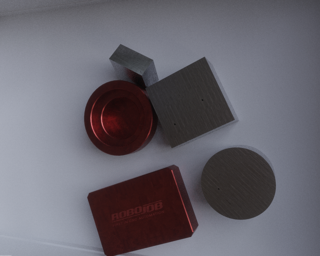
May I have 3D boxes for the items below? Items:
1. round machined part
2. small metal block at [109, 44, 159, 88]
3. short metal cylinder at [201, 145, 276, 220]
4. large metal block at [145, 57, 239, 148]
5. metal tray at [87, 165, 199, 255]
[{"bbox_3d":[-0.048,-0.013,0.418,0.098,0.042,0.097,0,90,19],"label":"round machined part"},{"bbox_3d":[-0.033,-0.076,0.405,0.050,0.050,0.025,29,76,17],"label":"small metal block"},{"bbox_3d":[0.093,0.061,0.364,0.080,0.050,0.079,0,90,19],"label":"short metal cylinder"},{"bbox_3d":[0.041,-0.029,0.382,0.080,0.050,0.080,-26,82,18],"label":"large metal block"},{"bbox_3d":[-0.025,0.111,0.416,0.130,0.030,0.090,-21,83,18],"label":"metal tray"}]
